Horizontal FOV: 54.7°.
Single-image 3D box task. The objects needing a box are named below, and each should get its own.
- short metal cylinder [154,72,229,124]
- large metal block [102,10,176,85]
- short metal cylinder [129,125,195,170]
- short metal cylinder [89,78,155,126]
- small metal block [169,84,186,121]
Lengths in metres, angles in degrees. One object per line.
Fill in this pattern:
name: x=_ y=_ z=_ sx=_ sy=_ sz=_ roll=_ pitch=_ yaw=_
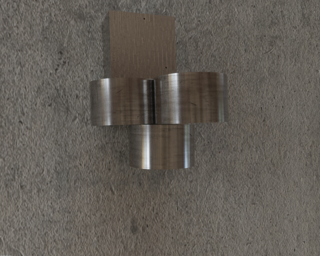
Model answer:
short metal cylinder: x=0.034 y=-0.030 z=0.341 sx=0.081 sy=0.080 sz=0.050 roll=-2 pitch=91 yaw=-20
large metal block: x=-0.027 y=-0.095 z=0.388 sx=0.081 sy=0.050 sz=0.080 roll=-2 pitch=91 yaw=-20
short metal cylinder: x=0.002 y=0.021 z=0.383 sx=0.081 sy=0.080 sz=0.050 roll=0 pitch=90 yaw=-20
short metal cylinder: x=-0.041 y=-0.029 z=0.366 sx=0.081 sy=0.080 sz=0.050 roll=-2 pitch=91 yaw=-20
small metal block: x=0.014 y=-0.030 z=0.405 sx=0.025 sy=0.050 sz=0.050 roll=1 pitch=90 yaw=-20
